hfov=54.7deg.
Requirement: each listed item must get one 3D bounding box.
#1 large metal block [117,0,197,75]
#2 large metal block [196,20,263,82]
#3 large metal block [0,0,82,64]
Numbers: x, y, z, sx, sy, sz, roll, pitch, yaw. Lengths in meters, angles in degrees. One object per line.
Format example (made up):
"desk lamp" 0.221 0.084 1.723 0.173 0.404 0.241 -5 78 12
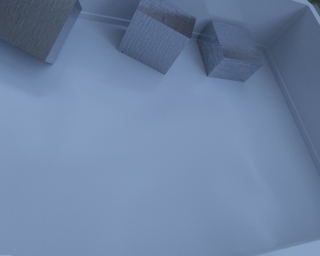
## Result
"large metal block" -0.006 -0.136 0.450 0.080 0.080 0.050 25 53 -13
"large metal block" 0.118 -0.130 0.532 0.081 0.050 0.080 3 60 -27
"large metal block" -0.149 -0.131 0.364 0.080 0.050 0.080 28 93 -11
